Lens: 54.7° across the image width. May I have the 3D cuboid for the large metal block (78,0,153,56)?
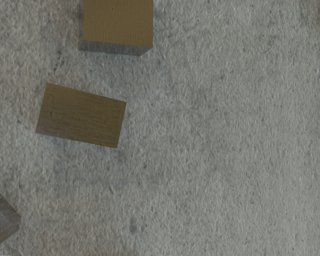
[{"bbox_3d":[-0.054,-0.136,0.376,0.081,0.050,0.079,1,90,-21],"label":"large metal block"}]

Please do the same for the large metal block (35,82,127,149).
[{"bbox_3d":[-0.091,-0.012,0.347,0.081,0.080,0.050,13,86,-20],"label":"large metal block"}]

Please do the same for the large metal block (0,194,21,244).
[{"bbox_3d":[-0.207,0.097,0.320,0.080,0.050,0.080,-39,103,-16],"label":"large metal block"}]
